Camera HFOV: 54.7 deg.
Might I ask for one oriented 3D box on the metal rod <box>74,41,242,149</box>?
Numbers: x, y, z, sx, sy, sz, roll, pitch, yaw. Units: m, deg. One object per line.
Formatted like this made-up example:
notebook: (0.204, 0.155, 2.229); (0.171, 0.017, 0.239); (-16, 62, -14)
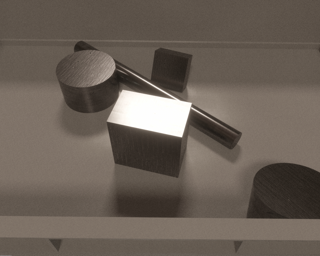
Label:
metal rod: (-0.018, -0.058, 0.453); (0.300, 0.025, 0.025); (33, 57, 24)

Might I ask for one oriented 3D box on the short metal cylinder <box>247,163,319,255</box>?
short metal cylinder: (0.131, 0.080, 0.310); (0.081, 0.050, 0.080); (-1, 33, 1)

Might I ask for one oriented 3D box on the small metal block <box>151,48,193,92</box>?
small metal block: (0.017, -0.087, 0.458); (0.050, 0.050, 0.025); (16, 28, 12)

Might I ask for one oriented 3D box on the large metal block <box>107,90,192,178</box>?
large metal block: (-0.010, 0.008, 0.362); (0.080, 0.080, 0.050); (12, 51, 9)

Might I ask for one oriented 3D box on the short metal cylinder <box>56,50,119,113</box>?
short metal cylinder: (-0.102, -0.067, 0.444); (0.081, 0.050, 0.080); (0, 50, 0)
